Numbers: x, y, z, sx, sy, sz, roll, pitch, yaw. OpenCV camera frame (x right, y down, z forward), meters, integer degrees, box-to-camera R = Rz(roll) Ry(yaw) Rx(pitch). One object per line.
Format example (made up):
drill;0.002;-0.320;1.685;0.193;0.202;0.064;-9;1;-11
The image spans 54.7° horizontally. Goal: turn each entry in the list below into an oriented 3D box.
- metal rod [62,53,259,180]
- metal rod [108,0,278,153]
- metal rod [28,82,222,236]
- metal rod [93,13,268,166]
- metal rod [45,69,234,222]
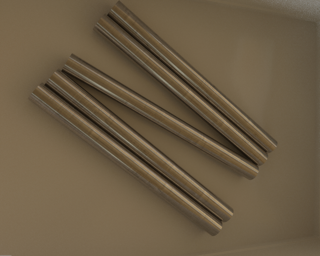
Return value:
metal rod;0.013;-0.006;0.414;0.301;0.025;0.025;30;80;-18
metal rod;0.055;-0.061;0.429;0.301;0.025;0.025;38;78;-16
metal rod;-0.032;0.049;0.397;0.301;0.025;0.025;40;78;-16
metal rod;0.039;-0.042;0.423;0.301;0.025;0.025;38;78;-16
metal rod;-0.015;0.032;0.404;0.301;0.025;0.025;40;78;-16
